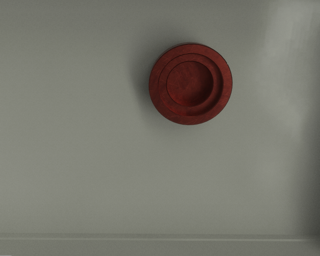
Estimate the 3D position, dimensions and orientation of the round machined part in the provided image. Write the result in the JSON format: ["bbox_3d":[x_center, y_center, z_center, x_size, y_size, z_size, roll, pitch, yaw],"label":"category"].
[{"bbox_3d":[0.036,-0.056,0.382,0.099,0.042,0.097,0,110,-1],"label":"round machined part"}]
